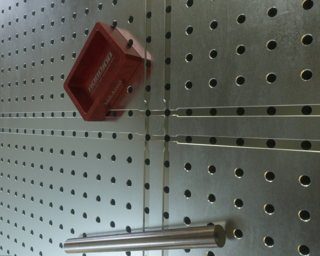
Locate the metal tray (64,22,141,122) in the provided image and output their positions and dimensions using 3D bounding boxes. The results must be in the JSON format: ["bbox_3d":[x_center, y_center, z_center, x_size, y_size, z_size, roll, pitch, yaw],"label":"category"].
[{"bbox_3d":[-0.094,-0.084,0.481,0.090,0.030,0.129,52,120,27],"label":"metal tray"}]

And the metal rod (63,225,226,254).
[{"bbox_3d":[-0.044,0.163,0.442,0.299,0.025,0.025,-20,78,38],"label":"metal rod"}]
